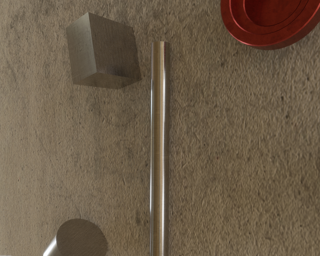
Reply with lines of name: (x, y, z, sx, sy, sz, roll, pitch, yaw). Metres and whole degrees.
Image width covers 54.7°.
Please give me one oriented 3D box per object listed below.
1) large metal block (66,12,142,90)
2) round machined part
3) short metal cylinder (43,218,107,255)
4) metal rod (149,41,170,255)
large metal block: (-0.077, -0.102, 0.430, 0.050, 0.081, 0.080, -15, 80, 39)
round machined part: (0.113, -0.124, 0.300, 0.098, 0.042, 0.097, 0, 90, 39)
short metal cylinder: (-0.129, 0.187, 0.473, 0.080, 0.081, 0.050, 51, 120, 27)
metal rod: (0.000, 0.040, 0.403, 0.025, 0.025, 0.298, 1, 91, 39)
